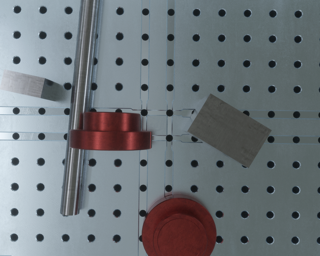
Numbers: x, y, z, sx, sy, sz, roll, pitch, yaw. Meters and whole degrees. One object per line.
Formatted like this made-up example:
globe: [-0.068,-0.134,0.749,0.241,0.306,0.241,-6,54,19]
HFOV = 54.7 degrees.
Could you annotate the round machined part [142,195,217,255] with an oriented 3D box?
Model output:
round machined part: [0.025,0.140,0.405,0.099,0.042,0.097,0,90,0]

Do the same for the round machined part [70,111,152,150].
round machined part: [-0.058,0.002,0.376,0.099,0.098,0.042,1,90,0]

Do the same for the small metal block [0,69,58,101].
small metal block: [-0.166,-0.054,0.399,0.050,0.050,0.025,12,90,0]

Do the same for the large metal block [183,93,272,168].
large metal block: [0.078,0.003,0.386,0.080,0.080,0.050,31,90,0]

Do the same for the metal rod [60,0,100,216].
metal rod: [-0.106,-0.036,0.412,0.025,0.025,0.298,6,90,0]
